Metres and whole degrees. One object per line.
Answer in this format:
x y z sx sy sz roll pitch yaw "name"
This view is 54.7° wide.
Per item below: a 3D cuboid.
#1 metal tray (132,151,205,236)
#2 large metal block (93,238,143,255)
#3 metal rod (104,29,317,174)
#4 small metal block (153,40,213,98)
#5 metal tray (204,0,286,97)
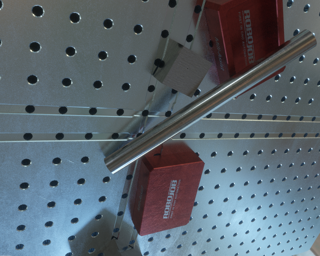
0.011 0.102 0.479 0.091 0.030 0.129 -5 121 -27 "metal tray"
-0.073 0.237 0.504 0.080 0.050 0.080 -41 130 0 "large metal block"
0.060 -0.031 0.396 0.301 0.025 0.025 -33 130 5 "metal rod"
0.029 -0.072 0.384 0.050 0.025 0.050 20 107 -36 "small metal block"
0.115 -0.115 0.401 0.090 0.030 0.129 -29 129 -10 "metal tray"
